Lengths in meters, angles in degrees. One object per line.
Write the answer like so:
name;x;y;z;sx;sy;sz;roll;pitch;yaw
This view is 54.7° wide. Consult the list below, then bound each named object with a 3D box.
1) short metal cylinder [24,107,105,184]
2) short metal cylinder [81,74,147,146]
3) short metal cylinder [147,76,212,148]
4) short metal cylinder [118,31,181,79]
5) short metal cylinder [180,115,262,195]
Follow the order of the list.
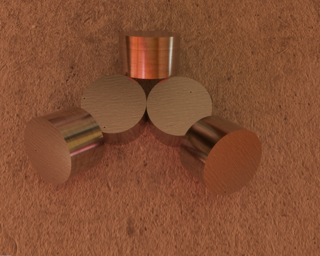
short metal cylinder;-0.113;0.019;0.365;0.080;0.080;0.050;45;36;14
short metal cylinder;-0.057;-0.023;0.403;0.081;0.050;0.080;0;70;0
short metal cylinder;0.024;-0.020;0.403;0.081;0.050;0.080;0;70;0
short metal cylinder;-0.014;-0.099;0.410;0.080;0.080;0.050;2;113;0
short metal cylinder;0.071;0.031;0.363;0.080;0.080;0.050;-35;32;-12
